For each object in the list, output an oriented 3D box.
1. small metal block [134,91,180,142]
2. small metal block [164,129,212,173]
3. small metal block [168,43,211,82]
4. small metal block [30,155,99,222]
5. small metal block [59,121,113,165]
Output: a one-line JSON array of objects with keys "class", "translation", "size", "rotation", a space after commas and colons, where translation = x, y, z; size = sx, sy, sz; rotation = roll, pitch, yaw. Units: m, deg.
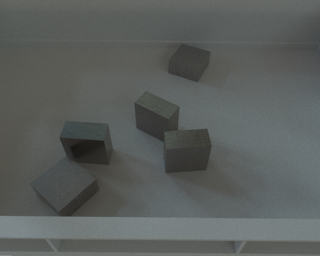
[{"class": "small metal block", "translation": [-0.004, -0.013, 0.400], "size": [0.050, 0.050, 0.025], "rotation": [27, 55, 20]}, {"class": "small metal block", "translation": [0.031, 0.028, 0.366], "size": [0.050, 0.050, 0.025], "rotation": [-4, 50, -4]}, {"class": "small metal block", "translation": [0.047, -0.104, 0.494], "size": [0.050, 0.025, 0.050], "rotation": [21, 53, 16]}, {"class": "small metal block", "translation": [-0.106, 0.066, 0.348], "size": [0.050, 0.025, 0.050], "rotation": [33, 57, 24]}, {"class": "small metal block", "translation": [-0.087, 0.019, 0.372], "size": [0.050, 0.050, 0.025], "rotation": [4, 50, 3]}]
